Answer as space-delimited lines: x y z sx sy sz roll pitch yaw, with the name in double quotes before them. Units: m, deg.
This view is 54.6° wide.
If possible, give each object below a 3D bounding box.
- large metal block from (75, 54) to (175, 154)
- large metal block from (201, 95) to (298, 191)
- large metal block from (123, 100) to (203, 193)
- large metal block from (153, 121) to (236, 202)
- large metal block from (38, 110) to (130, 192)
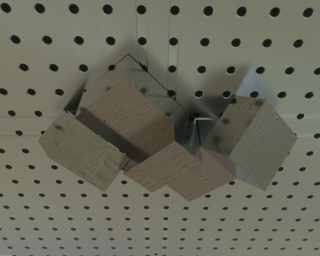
"large metal block" -0.040 -0.026 0.373 0.080 0.050 0.080 -33 123 26
"large metal block" 0.111 0.018 0.383 0.080 0.050 0.080 41 79 -30
"large metal block" 0.003 0.022 0.393 0.080 0.080 0.050 -35 123 25
"large metal block" 0.047 0.049 0.437 0.080 0.050 0.080 -34 121 25
"large metal block" -0.097 0.027 0.388 0.080 0.080 0.050 41 80 -29
